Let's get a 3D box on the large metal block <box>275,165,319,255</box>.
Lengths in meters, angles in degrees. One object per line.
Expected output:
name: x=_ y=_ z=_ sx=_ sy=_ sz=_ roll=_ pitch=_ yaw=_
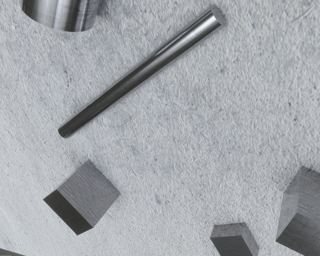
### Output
large metal block: x=0.180 y=0.098 z=0.337 sx=0.080 sy=0.080 sz=0.050 roll=24 pitch=127 yaw=13

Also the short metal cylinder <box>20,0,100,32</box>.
short metal cylinder: x=-0.105 y=-0.148 z=0.335 sx=0.080 sy=0.080 sz=0.050 roll=33 pitch=129 yaw=6

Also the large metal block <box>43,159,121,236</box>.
large metal block: x=-0.125 y=0.112 z=0.507 sx=0.080 sy=0.080 sz=0.050 roll=49 pitch=129 yaw=-7

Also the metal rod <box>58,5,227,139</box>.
metal rod: x=-0.045 y=-0.053 z=0.397 sx=0.299 sy=0.025 sz=0.025 roll=-29 pitch=102 yaw=37

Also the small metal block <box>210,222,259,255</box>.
small metal block: x=0.109 y=0.168 z=0.453 sx=0.050 sy=0.025 sz=0.050 roll=-19 pitch=108 yaw=35
